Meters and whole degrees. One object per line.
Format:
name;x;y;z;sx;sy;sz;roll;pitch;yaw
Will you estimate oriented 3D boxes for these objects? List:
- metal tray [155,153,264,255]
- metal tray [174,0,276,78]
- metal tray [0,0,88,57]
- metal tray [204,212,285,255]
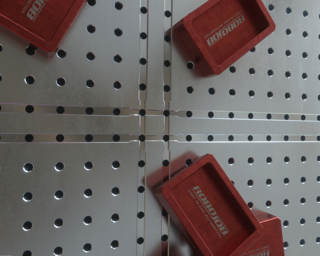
metal tray;0.066;0.111;0.414;0.091;0.030;0.130;-33;87;-23
metal tray;0.096;-0.145;0.446;0.131;0.030;0.090;-39;103;-16
metal tray;-0.134;-0.161;0.360;0.090;0.030;0.130;30;80;-18
metal tray;0.121;0.185;0.457;0.131;0.030;0.089;-8;93;-20
